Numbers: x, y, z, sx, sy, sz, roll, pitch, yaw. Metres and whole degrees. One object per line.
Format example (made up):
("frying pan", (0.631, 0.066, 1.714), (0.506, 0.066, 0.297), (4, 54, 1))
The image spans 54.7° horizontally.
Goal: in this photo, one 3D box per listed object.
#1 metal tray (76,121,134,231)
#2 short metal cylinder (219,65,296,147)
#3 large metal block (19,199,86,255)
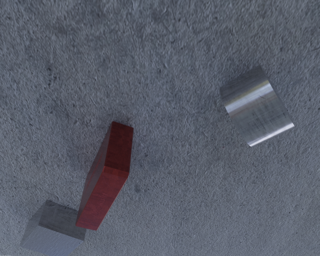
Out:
("metal tray", (-0.075, 0.066, 0.419), (0.030, 0.090, 0.129), (19, 128, -16))
("short metal cylinder", (0.110, -0.025, 0.351), (0.050, 0.080, 0.080), (-29, 124, 22))
("large metal block", (-0.183, 0.179, 0.542), (0.080, 0.050, 0.080), (30, 124, -23))
